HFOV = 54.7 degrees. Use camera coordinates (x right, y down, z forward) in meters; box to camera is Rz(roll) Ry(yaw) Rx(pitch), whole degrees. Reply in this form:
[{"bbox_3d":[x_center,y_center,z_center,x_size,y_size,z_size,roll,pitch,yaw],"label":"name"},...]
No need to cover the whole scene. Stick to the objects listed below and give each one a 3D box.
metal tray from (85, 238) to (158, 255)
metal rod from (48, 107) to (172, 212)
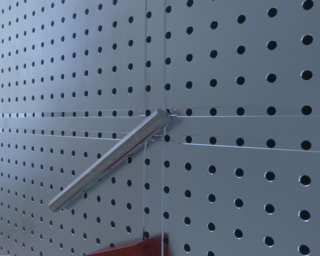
[{"bbox_3d":[-0.052,0.218,0.447,0.130,0.030,0.090,-27,73,36],"label":"metal tray"},{"bbox_3d":[-0.093,0.062,0.482,0.299,0.025,0.025,-39,67,32],"label":"metal rod"}]
